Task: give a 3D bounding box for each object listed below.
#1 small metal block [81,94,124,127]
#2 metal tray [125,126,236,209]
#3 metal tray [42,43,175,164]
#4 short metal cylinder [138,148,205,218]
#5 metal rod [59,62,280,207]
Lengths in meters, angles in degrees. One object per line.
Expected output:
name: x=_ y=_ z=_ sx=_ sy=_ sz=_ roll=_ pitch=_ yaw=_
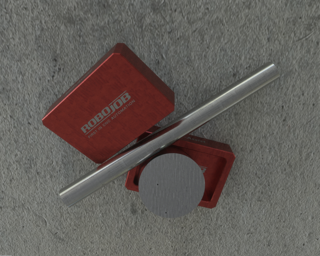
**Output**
small metal block: x=-0.067 y=-0.025 z=0.386 sx=0.050 sy=0.050 sz=0.025 roll=9 pitch=110 yaw=-4
metal tray: x=0.026 y=0.054 z=0.427 sx=0.131 sy=0.030 sz=0.089 roll=14 pitch=109 yaw=-6
metal tray: x=-0.059 y=-0.022 z=0.358 sx=0.130 sy=0.030 sz=0.090 roll=-36 pitch=117 yaw=24
short metal cylinder: x=0.012 y=0.068 z=0.397 sx=0.081 sy=0.050 sz=0.079 roll=0 pitch=95 yaw=-5
metal rod: x=0.013 y=0.007 z=0.382 sx=0.301 sy=0.025 sz=0.025 roll=-32 pitch=108 yaw=-2
